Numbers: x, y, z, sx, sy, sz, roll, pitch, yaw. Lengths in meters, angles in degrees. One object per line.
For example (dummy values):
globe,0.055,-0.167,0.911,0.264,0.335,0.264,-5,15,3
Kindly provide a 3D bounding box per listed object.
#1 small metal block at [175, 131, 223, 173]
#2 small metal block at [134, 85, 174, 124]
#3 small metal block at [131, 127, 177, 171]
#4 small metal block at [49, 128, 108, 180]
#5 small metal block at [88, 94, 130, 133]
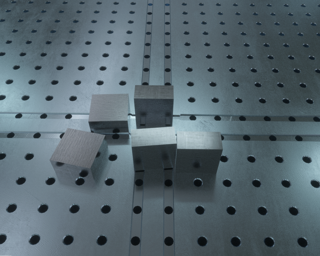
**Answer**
small metal block,0.044,0.030,0.367,0.050,0.050,0.025,1,50,0
small metal block,-0.008,-0.031,0.417,0.050,0.050,0.025,1,50,0
small metal block,-0.008,0.025,0.370,0.050,0.050,0.025,-4,50,-4
small metal block,-0.098,0.031,0.380,0.050,0.025,0.050,11,51,8
small metal block,-0.068,-0.020,0.424,0.050,0.025,0.050,-2,50,-2
